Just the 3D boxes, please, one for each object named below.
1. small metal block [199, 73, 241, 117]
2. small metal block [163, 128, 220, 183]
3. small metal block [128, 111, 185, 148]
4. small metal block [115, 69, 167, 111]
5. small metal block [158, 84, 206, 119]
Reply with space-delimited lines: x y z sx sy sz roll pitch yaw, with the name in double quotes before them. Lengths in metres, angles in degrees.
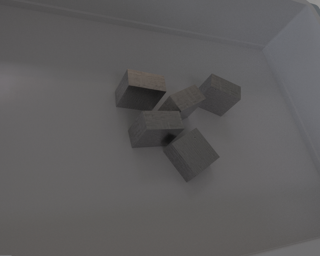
"small metal block" 0.085 -0.048 0.464 0.050 0.050 0.025 21 54 -16
"small metal block" 0.042 0.035 0.407 0.050 0.025 0.050 -31 79 -38
"small metal block" -0.006 0.002 0.385 0.050 0.050 0.025 -1 63 -29
"small metal block" -0.026 -0.048 0.404 0.050 0.050 0.025 7 59 -25
"small metal block" 0.027 -0.028 0.421 0.050 0.050 0.025 -28 77 -37
